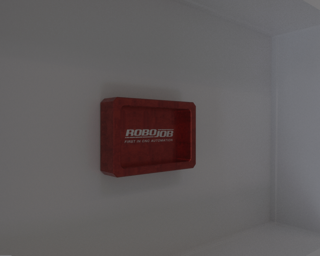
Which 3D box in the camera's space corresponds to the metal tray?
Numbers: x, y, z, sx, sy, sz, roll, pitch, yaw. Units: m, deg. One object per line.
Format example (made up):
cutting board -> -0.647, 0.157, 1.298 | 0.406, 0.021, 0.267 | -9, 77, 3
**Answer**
metal tray -> -0.010, 0.010, 0.393 | 0.131, 0.030, 0.090 | 0, 90, -40
